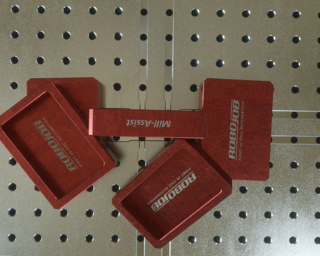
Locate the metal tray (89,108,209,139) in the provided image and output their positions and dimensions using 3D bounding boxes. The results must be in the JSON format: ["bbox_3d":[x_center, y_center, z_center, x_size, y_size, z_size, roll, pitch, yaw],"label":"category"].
[{"bbox_3d":[-0.012,-0.005,0.380,0.131,0.090,0.030,2,90,-1],"label":"metal tray"}]

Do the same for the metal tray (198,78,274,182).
[{"bbox_3d":[0.098,0.002,0.411,0.091,0.030,0.129,3,90,-1],"label":"metal tray"}]

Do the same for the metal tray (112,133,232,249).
[{"bbox_3d":[0.014,0.081,0.392,0.130,0.030,0.090,-43,91,17],"label":"metal tray"}]

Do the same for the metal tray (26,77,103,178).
[{"bbox_3d":[-0.124,0.000,0.409,0.091,0.030,0.129,-1,91,0],"label":"metal tray"}]

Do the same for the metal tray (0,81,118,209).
[{"bbox_3d":[-0.126,0.020,0.377,0.090,0.030,0.130,-38,91,-1],"label":"metal tray"}]
